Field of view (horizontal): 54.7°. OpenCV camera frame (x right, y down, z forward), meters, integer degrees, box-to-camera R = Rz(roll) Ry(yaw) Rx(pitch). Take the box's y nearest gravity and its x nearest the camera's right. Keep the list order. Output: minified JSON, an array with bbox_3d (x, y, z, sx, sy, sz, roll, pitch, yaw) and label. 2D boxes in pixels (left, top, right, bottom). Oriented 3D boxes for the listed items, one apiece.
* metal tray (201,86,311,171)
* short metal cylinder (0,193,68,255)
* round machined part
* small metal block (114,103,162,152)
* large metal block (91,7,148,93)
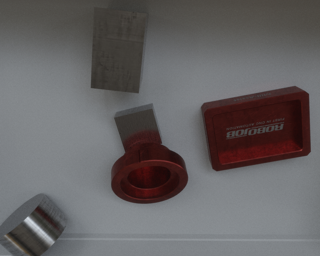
[{"bbox_3d":[0.127,0.002,0.411,0.131,0.030,0.089,-11,110,3],"label":"metal tray"},{"bbox_3d":[-0.178,0.138,0.430,0.080,0.080,0.050,-33,107,11],"label":"short metal cylinder"},{"bbox_3d":[-0.015,0.056,0.409,0.099,0.042,0.097,-5,136,-5],"label":"round machined part"},{"bbox_3d":[-0.028,-0.001,0.411,0.050,0.025,0.050,-14,110,4],"label":"small metal block"},{"bbox_3d":[-0.043,-0.090,0.348,0.050,0.080,0.079,6,110,-3],"label":"large metal block"}]
